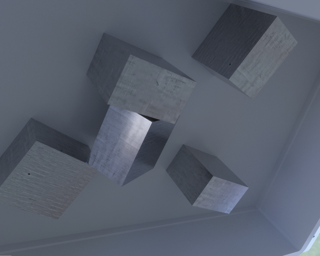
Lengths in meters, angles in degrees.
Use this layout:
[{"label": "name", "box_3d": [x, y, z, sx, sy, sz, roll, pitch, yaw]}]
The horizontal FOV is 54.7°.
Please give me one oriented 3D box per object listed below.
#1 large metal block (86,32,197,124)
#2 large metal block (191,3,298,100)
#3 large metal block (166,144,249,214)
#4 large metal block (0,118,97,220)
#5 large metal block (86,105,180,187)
[{"label": "large metal block", "box_3d": [-0.022, -0.053, 0.329, 0.081, 0.080, 0.050, 16, 110, -35]}, {"label": "large metal block", "box_3d": [0.098, -0.093, 0.371, 0.050, 0.080, 0.080, 29, 102, -38]}, {"label": "large metal block", "box_3d": [0.069, 0.075, 0.459, 0.080, 0.080, 0.050, 22, 106, -37]}, {"label": "large metal block", "box_3d": [-0.131, 0.048, 0.352, 0.080, 0.050, 0.080, 34, 99, -39]}, {"label": "large metal block", "box_3d": [-0.029, 0.011, 0.361, 0.079, 0.050, 0.080, -64, 162, 18]}]
